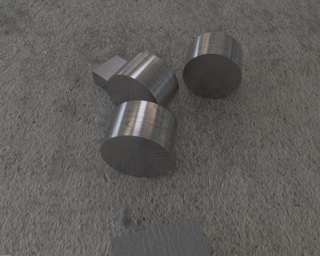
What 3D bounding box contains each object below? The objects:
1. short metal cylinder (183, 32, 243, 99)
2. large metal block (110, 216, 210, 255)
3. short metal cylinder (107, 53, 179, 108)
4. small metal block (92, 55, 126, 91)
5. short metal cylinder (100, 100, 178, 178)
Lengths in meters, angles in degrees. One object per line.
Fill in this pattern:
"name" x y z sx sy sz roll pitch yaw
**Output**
"short metal cylinder" 0.076 -0.088 0.442 0.080 0.080 0.050 9 51 7
"large metal block" 0.005 0.135 0.273 0.081 0.050 0.080 -11 51 -10
"short metal cylinder" -0.022 -0.052 0.411 0.080 0.080 0.050 24 54 19
"small metal block" -0.065 -0.078 0.468 0.050 0.025 0.050 34 58 25
"short metal cylinder" -0.022 0.014 0.355 0.080 0.080 0.050 6 51 5
